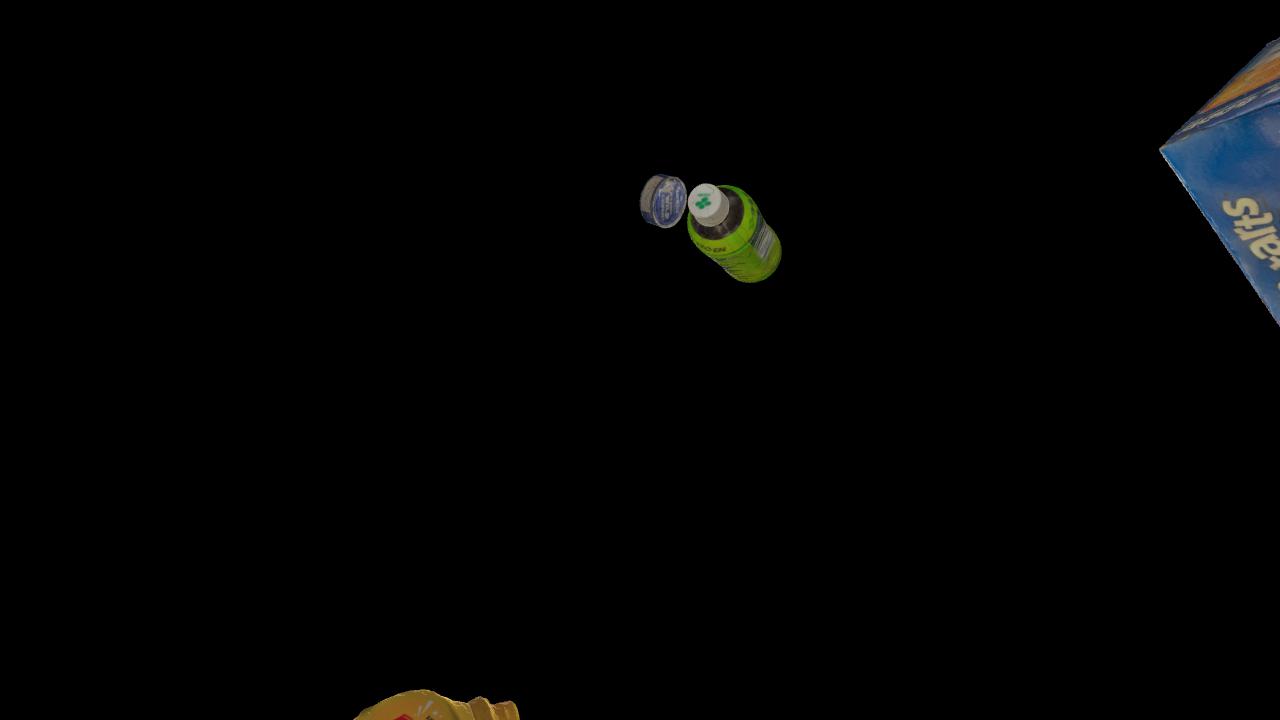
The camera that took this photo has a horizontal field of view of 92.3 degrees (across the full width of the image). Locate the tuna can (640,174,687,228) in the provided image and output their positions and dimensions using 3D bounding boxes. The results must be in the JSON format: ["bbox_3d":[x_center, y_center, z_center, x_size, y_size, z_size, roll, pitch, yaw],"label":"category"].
[{"bbox_3d":[0.038,-0.262,1.016,0.034,0.084,0.084,26,17,38],"label":"tuna can"}]

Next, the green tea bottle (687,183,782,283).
[{"bbox_3d":[0.094,-0.129,0.617,0.073,0.073,0.212,0,-5,20],"label":"green tea bottle"}]

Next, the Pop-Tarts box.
[{"bbox_3d":[0.378,-0.087,0.305,0.141,0.167,0.083,-37,2,-19],"label":"Pop-Tarts box"}]

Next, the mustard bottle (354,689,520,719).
[{"bbox_3d":[-0.169,0.279,0.419,0.184,0.054,0.092,-6,37,-35],"label":"mustard bottle"}]
